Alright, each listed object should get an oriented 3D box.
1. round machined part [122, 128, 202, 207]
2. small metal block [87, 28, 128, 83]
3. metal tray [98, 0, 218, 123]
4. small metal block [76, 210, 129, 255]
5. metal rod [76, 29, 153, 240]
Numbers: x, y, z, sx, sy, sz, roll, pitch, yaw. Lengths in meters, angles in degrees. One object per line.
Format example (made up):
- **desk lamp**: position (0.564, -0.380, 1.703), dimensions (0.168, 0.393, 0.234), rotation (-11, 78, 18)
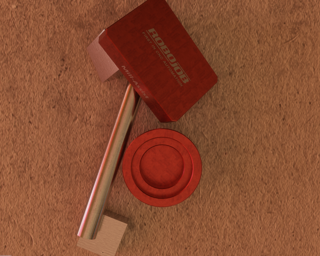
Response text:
- **round machined part**: position (0.003, 0.049, 0.402), dimensions (0.099, 0.042, 0.097), rotation (0, 90, -1)
- **small metal block**: position (-0.062, -0.092, 0.395), dimensions (0.025, 0.050, 0.050), rotation (-25, 91, -41)
- **metal tray**: position (0.002, -0.082, 0.376), dimensions (0.090, 0.030, 0.130), rotation (-44, 106, -23)
- **small metal block**: position (-0.074, 0.137, 0.409), dimensions (0.050, 0.025, 0.050), rotation (22, 90, -1)
- **metal rod**: position (-0.045, -0.009, 0.395), dimensions (0.025, 0.025, 0.299), rotation (18, 84, -1)
